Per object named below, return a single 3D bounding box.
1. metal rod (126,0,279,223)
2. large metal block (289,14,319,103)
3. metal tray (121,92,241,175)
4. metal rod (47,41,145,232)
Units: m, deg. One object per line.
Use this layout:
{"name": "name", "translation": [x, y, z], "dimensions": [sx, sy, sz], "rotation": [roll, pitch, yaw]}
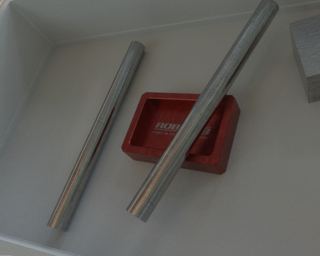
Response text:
{"name": "metal rod", "translation": [0.056, -0.030, 0.354], "dimensions": [0.025, 0.025, 0.300], "rotation": [24, 74, 36]}
{"name": "large metal block", "translation": [0.195, -0.082, 0.338], "dimensions": [0.080, 0.050, 0.080], "rotation": [-13, 56, 20]}
{"name": "metal tray", "translation": [0.025, 0.002, 0.387], "dimensions": [0.130, 0.030, 0.090], "rotation": [6, 64, 30]}
{"name": "metal rod", "translation": [-0.084, -0.003, 0.449], "dimensions": [0.025, 0.025, 0.300], "rotation": [7, 65, 31]}
